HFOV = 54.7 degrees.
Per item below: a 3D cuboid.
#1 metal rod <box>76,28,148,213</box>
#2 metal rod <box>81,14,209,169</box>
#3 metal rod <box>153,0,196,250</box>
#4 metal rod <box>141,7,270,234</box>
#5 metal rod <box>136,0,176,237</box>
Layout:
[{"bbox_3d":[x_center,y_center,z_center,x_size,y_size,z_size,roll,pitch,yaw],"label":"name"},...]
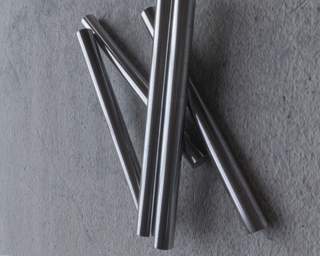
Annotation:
[{"bbox_3d":[-0.062,-0.005,0.439,0.025,0.025,0.299,-28,78,36],"label":"metal rod"},{"bbox_3d":[-0.033,-0.066,0.432,0.300,0.025,0.025,52,121,27],"label":"metal rod"},{"bbox_3d":[0.017,-0.009,0.357,0.025,0.025,0.298,8,96,40],"label":"metal rod"},{"bbox_3d":[0.044,-0.024,0.368,0.025,0.025,0.299,-37,67,34],"label":"metal rod"},{"bbox_3d":[-0.004,-0.018,0.374,0.025,0.025,0.298,9,96,39],"label":"metal rod"}]
